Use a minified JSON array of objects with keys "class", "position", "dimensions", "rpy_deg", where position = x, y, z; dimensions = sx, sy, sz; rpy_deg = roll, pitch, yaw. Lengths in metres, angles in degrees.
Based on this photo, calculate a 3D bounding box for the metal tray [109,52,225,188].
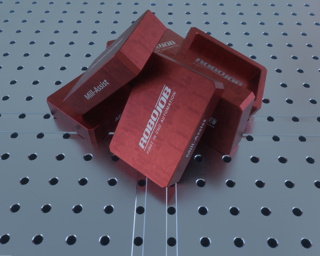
[{"class":"metal tray","position":[0.004,-0.010,0.354],"dimensions":[0.090,0.129,0.030],"rpy_deg":[31,18,24]}]

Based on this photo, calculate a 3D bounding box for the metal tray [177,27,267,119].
[{"class":"metal tray","position":[0.084,-0.079,0.440],"dimensions":[0.130,0.030,0.090],"rpy_deg":[28,52,-6]}]

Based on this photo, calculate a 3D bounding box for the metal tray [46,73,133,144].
[{"class":"metal tray","position":[-0.080,-0.047,0.443],"dimensions":[0.090,0.030,0.131],"rpy_deg":[32,57,23]}]

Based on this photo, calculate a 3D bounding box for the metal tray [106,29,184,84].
[{"class":"metal tray","position":[-0.005,-0.109,0.472],"dimensions":[0.131,0.030,0.090],"rpy_deg":[-27,57,-38]}]

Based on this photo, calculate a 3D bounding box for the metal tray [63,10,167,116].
[{"class":"metal tray","position":[-0.056,-0.075,0.372],"dimensions":[0.030,0.130,0.090],"rpy_deg":[42,49,-21]}]

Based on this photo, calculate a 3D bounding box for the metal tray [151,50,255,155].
[{"class":"metal tray","position":[0.045,-0.032,0.391],"dimensions":[0.130,0.090,0.030],"rpy_deg":[31,57,23]}]
